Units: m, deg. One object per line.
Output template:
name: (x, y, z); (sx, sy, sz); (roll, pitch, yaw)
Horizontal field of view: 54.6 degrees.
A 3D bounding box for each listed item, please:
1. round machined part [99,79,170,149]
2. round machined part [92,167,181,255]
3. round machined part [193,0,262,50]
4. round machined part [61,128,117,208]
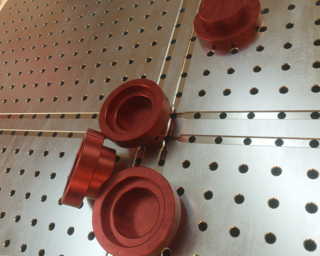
round machined part: (-0.031, -0.016, 0.425); (0.098, 0.042, 0.098); (-13, 56, 21)
round machined part: (-0.023, 0.096, 0.348); (0.098, 0.042, 0.098); (-10, 60, 19)
round machined part: (0.095, -0.165, 0.449); (0.098, 0.042, 0.098); (-13, 56, 21)
round machined part: (-0.087, 0.053, 0.390); (0.098, 0.042, 0.098); (-159, 89, -75)
